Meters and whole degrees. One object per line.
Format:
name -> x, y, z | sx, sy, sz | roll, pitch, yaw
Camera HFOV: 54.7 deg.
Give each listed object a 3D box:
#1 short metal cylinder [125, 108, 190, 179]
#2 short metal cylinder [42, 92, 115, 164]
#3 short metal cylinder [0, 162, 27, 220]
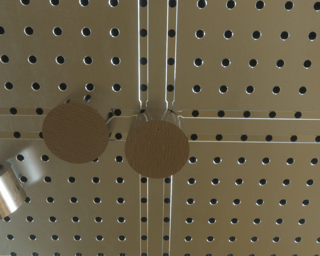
short metal cylinder -> -0.004, 0.019, 0.407 | 0.081, 0.050, 0.079 | 0, 110, 0
short metal cylinder -> -0.102, -0.001, 0.399 | 0.081, 0.050, 0.079 | 0, 110, 0
short metal cylinder -> -0.229, 0.087, 0.414 | 0.080, 0.080, 0.050 | -14, 110, 5
